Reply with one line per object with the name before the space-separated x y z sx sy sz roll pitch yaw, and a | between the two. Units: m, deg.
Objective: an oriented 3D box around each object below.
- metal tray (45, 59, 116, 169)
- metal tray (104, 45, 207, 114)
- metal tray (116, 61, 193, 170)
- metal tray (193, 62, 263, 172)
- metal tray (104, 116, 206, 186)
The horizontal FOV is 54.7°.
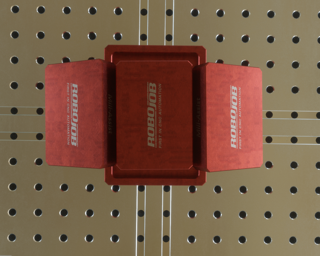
metal tray | -0.101 -0.017 0.392 0.090 0.030 0.129 0 90 25
metal tray | -0.006 -0.061 0.410 0.131 0.030 0.089 0 90 -1
metal tray | -0.006 -0.015 0.380 0.091 0.030 0.129 0 90 -1
metal tray | 0.086 -0.013 0.393 0.091 0.030 0.129 -1 90 -28
metal tray | -0.006 0.029 0.411 0.131 0.030 0.089 0 90 -1
